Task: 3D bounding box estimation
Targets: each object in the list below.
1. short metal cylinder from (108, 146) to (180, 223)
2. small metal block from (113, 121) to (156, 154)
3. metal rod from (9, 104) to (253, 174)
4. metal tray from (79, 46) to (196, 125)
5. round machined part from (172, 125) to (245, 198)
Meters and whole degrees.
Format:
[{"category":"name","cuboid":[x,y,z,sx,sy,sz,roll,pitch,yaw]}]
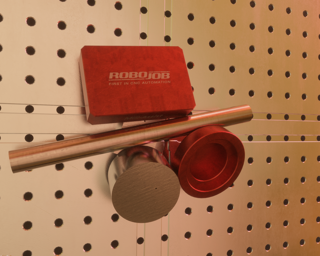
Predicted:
[{"category":"short metal cylinder","cuboid":[-0.021,0.068,0.380,0.081,0.050,0.079,-5,110,-13]},{"category":"small metal block","cuboid":[-0.033,0.015,0.410,0.050,0.025,0.050,19,84,-20]},{"category":"metal rod","cuboid":[-0.018,0.008,0.379,0.303,0.025,0.025,-12,94,-20]},{"category":"metal tray","cuboid":[-0.028,-0.056,0.385,0.131,0.030,0.090,-5,73,-21]},{"category":"round machined part","cuboid":[0.061,0.041,0.415,0.099,0.042,0.097,-10,116,-20]}]
